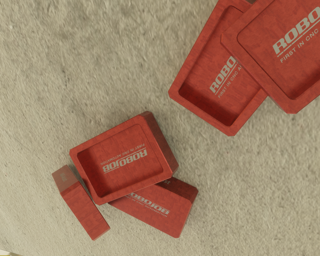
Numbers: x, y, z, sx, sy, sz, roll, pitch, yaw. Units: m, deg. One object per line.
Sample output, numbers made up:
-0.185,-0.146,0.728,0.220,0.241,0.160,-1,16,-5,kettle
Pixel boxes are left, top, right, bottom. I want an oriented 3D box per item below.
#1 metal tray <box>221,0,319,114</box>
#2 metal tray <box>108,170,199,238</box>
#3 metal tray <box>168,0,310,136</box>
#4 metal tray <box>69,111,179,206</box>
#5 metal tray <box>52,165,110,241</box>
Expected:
0.126,-0.086,0.250,0.130,0.030,0.090,-42,94,15,metal tray
-0.016,0.105,0.475,0.130,0.030,0.089,23,127,13,metal tray
0.076,-0.063,0.323,0.090,0.030,0.129,34,129,5,metal tray
-0.051,0.043,0.426,0.130,0.030,0.090,-26,93,23,metal tray
-0.130,0.114,0.495,0.090,0.030,0.130,62,161,-17,metal tray
